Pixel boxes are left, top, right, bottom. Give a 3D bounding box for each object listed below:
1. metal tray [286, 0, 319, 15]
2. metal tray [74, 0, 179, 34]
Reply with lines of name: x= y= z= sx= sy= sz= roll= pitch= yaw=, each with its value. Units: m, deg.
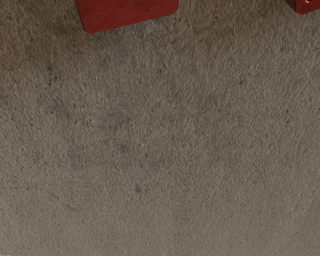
metal tray: x=0.174 y=-0.165 z=0.265 sx=0.130 sy=0.030 sz=0.090 roll=-16 pitch=129 yaw=13
metal tray: x=-0.032 y=-0.146 z=0.243 sx=0.091 sy=0.030 sz=0.129 roll=-18 pitch=144 yaw=-10
